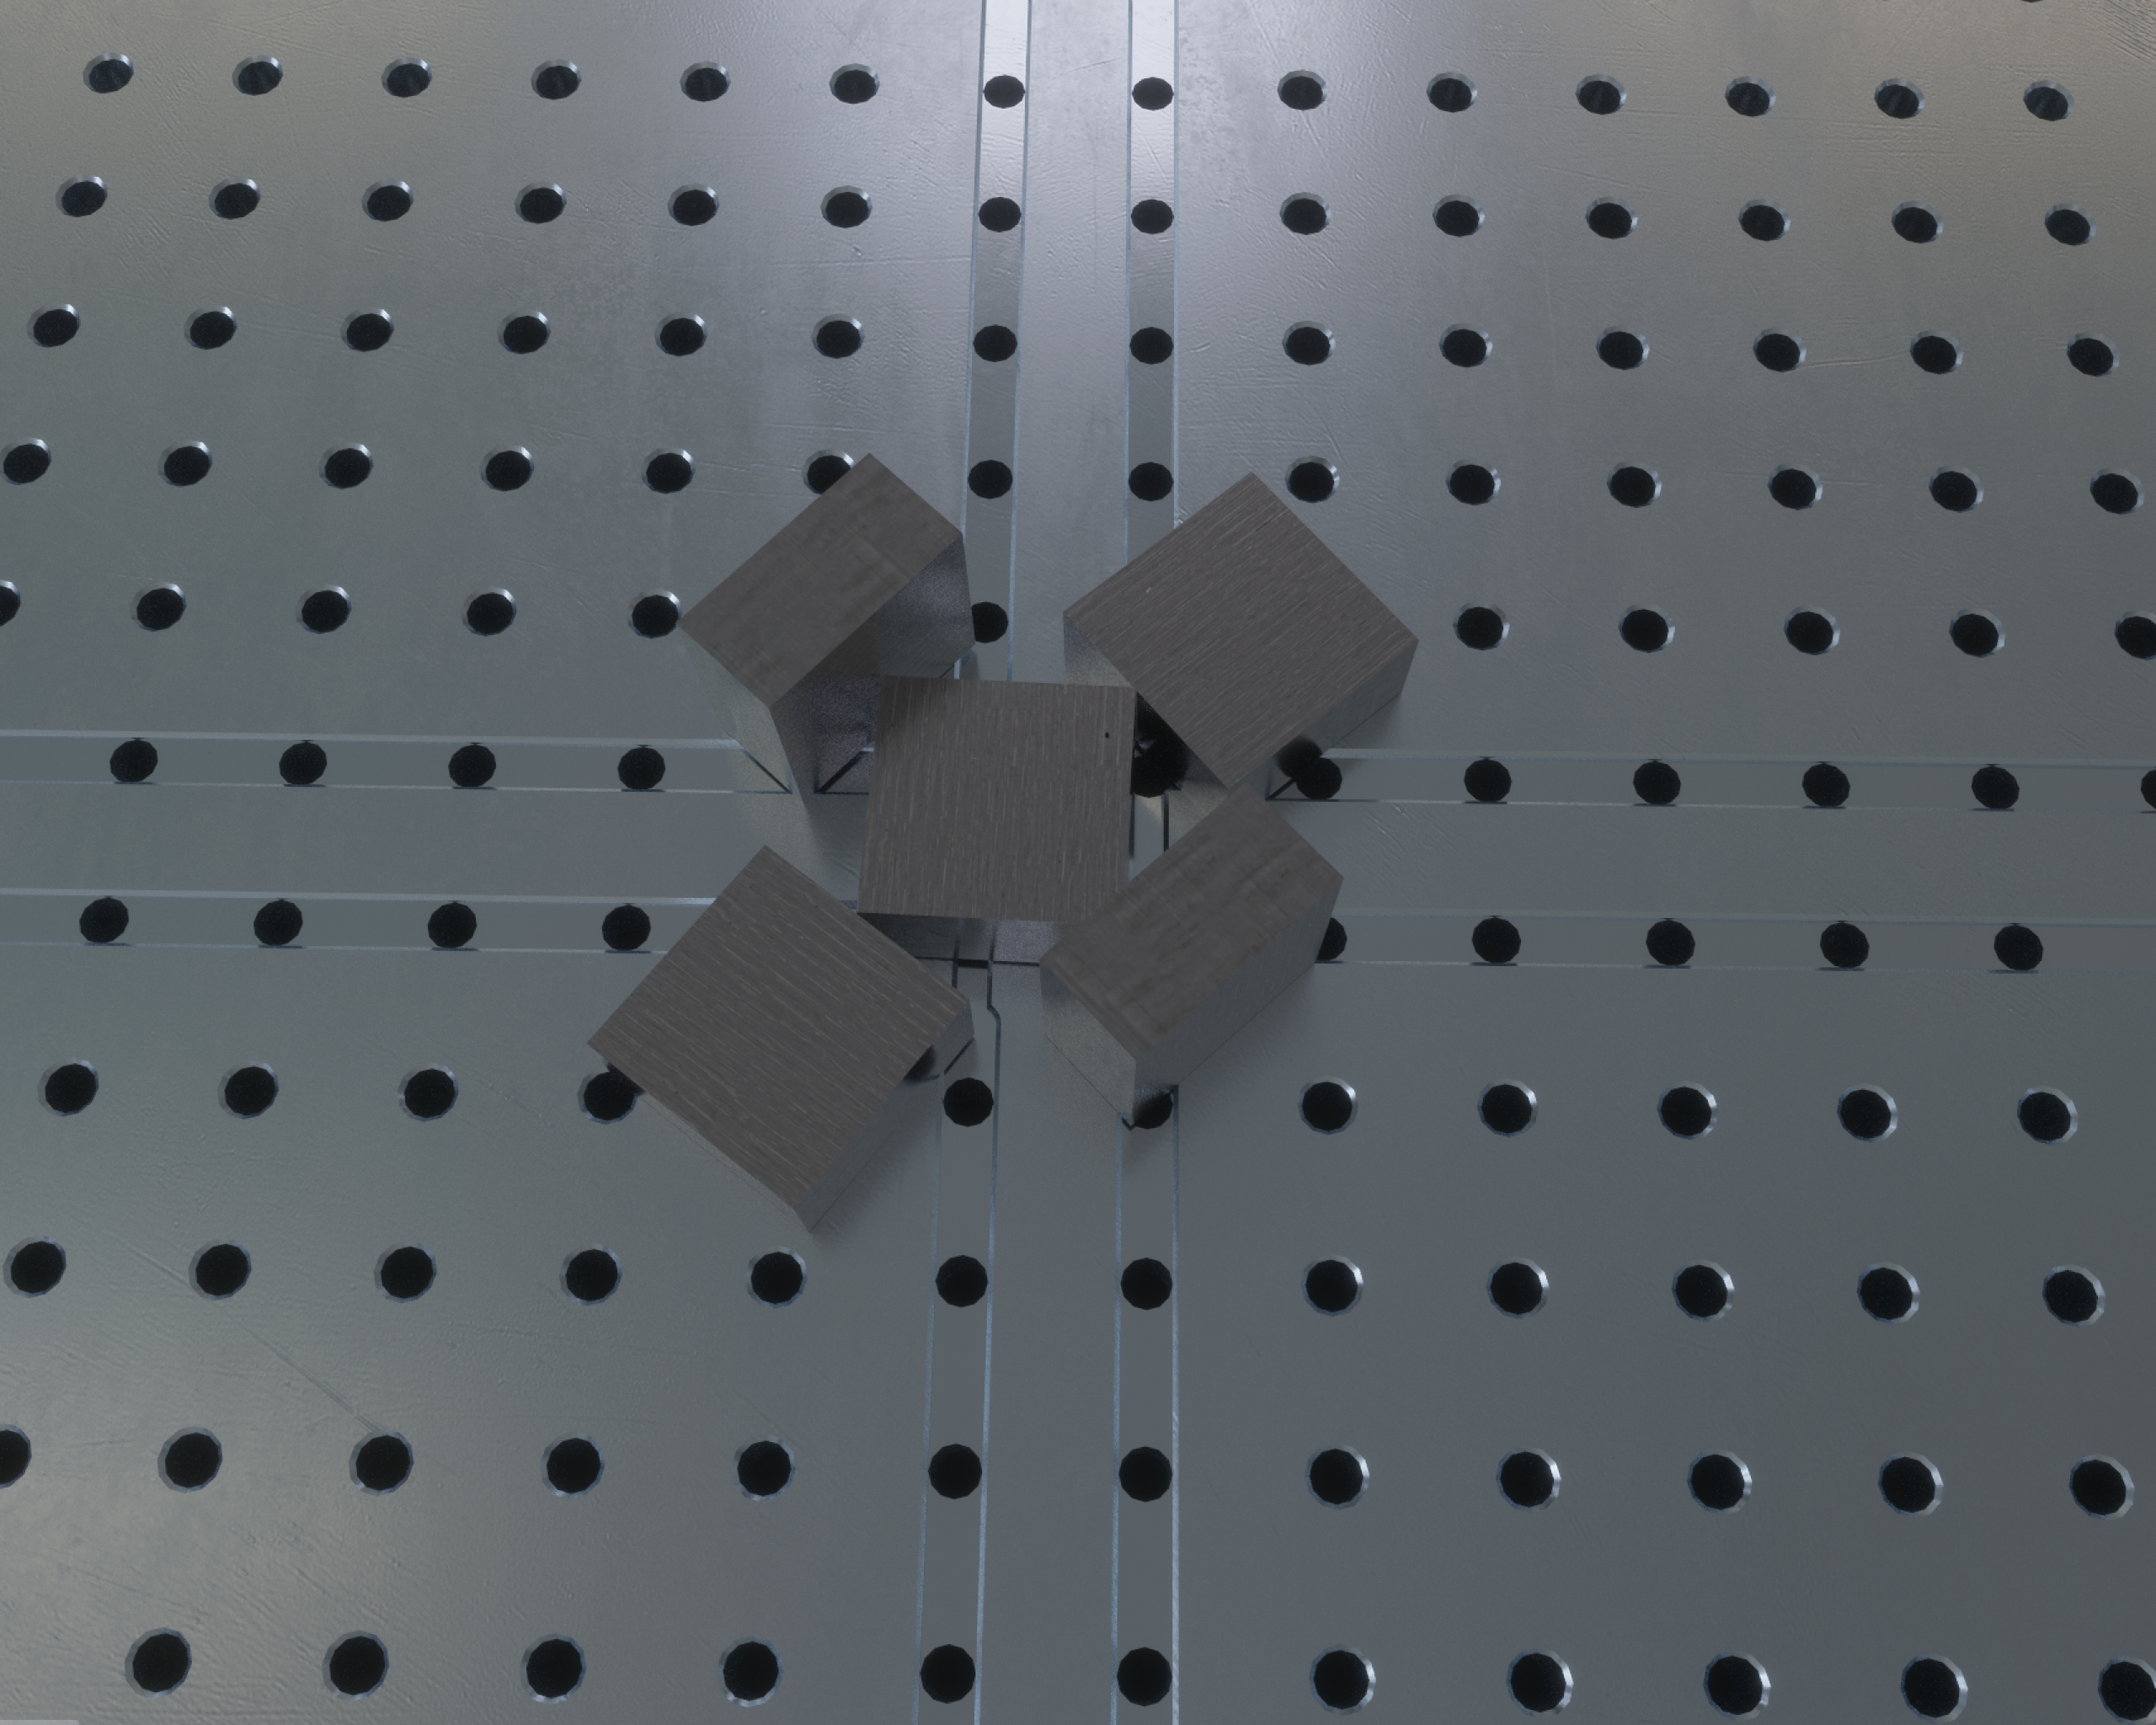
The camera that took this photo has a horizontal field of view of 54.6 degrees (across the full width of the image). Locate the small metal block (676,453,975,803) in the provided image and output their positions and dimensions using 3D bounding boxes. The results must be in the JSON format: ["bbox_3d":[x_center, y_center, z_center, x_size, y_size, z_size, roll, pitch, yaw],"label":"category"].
[{"bbox_3d":[-0.048,-0.045,0.414,0.025,0.050,0.050,42,76,13],"label":"small metal block"}]

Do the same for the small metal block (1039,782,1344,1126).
[{"bbox_3d":[0.020,0.018,0.392,0.050,0.050,0.025,-40,75,-13],"label":"small metal block"}]

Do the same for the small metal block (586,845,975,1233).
[{"bbox_3d":[-0.056,0.034,0.399,0.050,0.025,0.050,36,73,12],"label":"small metal block"}]

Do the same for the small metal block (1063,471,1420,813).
[{"bbox_3d":[0.033,-0.043,0.428,0.050,0.025,0.050,-38,75,-12],"label":"small metal block"}]

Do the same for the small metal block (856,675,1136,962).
[{"bbox_3d":[-0.015,-0.008,0.414,0.050,0.025,0.050,3,69,2],"label":"small metal block"}]
